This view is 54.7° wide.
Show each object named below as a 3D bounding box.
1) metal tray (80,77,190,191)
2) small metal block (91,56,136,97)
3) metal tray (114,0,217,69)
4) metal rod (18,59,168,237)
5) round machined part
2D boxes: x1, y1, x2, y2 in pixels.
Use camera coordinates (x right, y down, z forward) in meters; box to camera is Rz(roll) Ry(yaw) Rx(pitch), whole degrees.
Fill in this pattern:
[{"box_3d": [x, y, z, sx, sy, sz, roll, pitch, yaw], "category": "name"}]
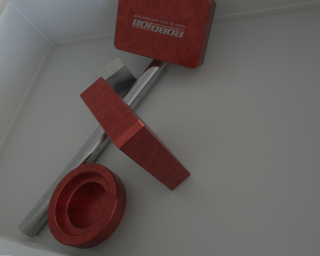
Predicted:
[{"box_3d": [-0.024, 0.010, 0.343, 0.030, 0.130, 0.090, -42, 51, 0], "category": "metal tray"}, {"box_3d": [-0.065, -0.070, 0.465, 0.050, 0.050, 0.025, -37, 51, 3], "category": "small metal block"}, {"box_3d": [0.003, -0.143, 0.431, 0.130, 0.030, 0.089, 18, 115, 18], "category": "metal tray"}, {"box_3d": [-0.088, 0.020, 0.437, 0.025, 0.025, 0.300, 30, 78, 37], "category": "metal rod"}, {"box_3d": [-0.084, 0.096, 0.378, 0.098, 0.042, 0.098, -13, 56, 20], "category": "round machined part"}]
